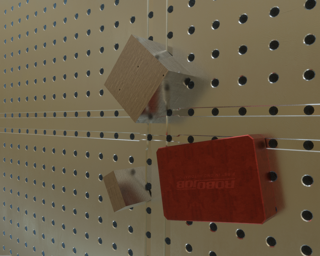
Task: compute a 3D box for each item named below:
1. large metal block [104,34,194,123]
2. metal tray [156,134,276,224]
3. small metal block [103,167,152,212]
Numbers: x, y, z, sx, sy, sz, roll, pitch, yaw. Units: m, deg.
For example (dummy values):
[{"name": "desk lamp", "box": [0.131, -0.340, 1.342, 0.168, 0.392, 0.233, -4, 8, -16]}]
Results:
[{"name": "large metal block", "box": [-0.017, -0.062, 0.407, 0.080, 0.050, 0.080, 49, 119, 28]}, {"name": "metal tray", "box": [0.059, 0.060, 0.358, 0.130, 0.030, 0.090, -11, 83, 39]}, {"name": "small metal block", "box": [-0.045, 0.084, 0.431, 0.025, 0.050, 0.050, -35, 69, 35]}]
